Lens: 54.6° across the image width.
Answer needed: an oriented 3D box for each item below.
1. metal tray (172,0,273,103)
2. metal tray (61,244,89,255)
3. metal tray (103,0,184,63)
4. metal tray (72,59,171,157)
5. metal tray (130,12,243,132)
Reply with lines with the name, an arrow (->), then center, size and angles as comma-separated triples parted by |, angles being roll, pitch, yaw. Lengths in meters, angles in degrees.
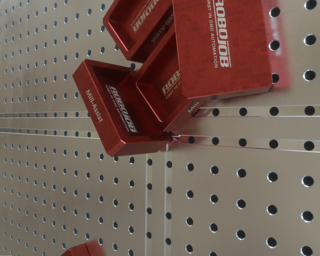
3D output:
metal tray -> 0.065, -0.098, 0.331 | 0.090, 0.030, 0.129 | -7, 84, 17
metal tray -> -0.158, 0.272, 0.538 | 0.129, 0.030, 0.090 | -45, 63, 31
metal tray -> -0.018, -0.165, 0.421 | 0.129, 0.030, 0.090 | -47, 62, 30
metal tray -> -0.050, -0.027, 0.409 | 0.030, 0.091, 0.130 | -42, 64, 32
metal tray -> 0.026, -0.068, 0.385 | 0.129, 0.030, 0.090 | -48, 62, 29
